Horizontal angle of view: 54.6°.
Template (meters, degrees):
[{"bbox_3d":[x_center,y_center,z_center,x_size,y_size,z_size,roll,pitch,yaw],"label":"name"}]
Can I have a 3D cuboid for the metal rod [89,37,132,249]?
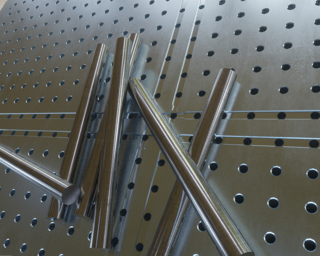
[{"bbox_3d":[-0.063,0.003,0.421,0.025,0.025,0.299,-8,64,24],"label":"metal rod"}]

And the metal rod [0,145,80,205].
[{"bbox_3d":[-0.219,0.053,0.472,0.300,0.025,0.025,14,69,40],"label":"metal rod"}]

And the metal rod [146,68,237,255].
[{"bbox_3d":[0.032,0.059,0.355,0.025,0.025,0.300,11,67,33],"label":"metal rod"}]

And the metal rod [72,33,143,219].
[{"bbox_3d":[-0.070,-0.020,0.458,0.025,0.025,0.300,-2,61,27],"label":"metal rod"}]

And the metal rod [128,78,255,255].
[{"bbox_3d":[0.013,0.021,0.361,0.025,0.025,0.300,-36,42,4],"label":"metal rod"}]

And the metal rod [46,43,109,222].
[{"bbox_3d":[-0.120,-0.010,0.478,0.025,0.025,0.300,-7,59,25],"label":"metal rod"}]
